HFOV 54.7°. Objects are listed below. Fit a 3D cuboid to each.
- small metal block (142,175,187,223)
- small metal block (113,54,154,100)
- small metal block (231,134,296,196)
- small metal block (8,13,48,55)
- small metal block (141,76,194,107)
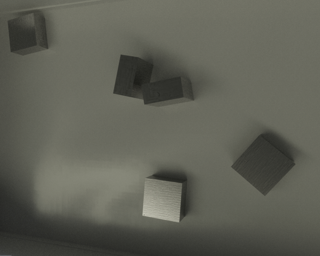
[{"bbox_3d":[0.007,0.092,0.408,0.050,0.025,0.050,5,92,20],"label":"small metal block"},{"bbox_3d":[-0.034,-0.065,0.409,0.025,0.050,0.050,13,95,19],"label":"small metal block"},{"bbox_3d":[0.122,0.043,0.367,0.050,0.025,0.050,42,103,15],"label":"small metal block"},{"bbox_3d":[-0.206,-0.145,0.483,0.050,0.025,0.050,-8,88,19],"label":"small metal block"},{"bbox_3d":[0.011,-0.045,0.393,0.050,0.050,0.025,-9,87,20],"label":"small metal block"}]
